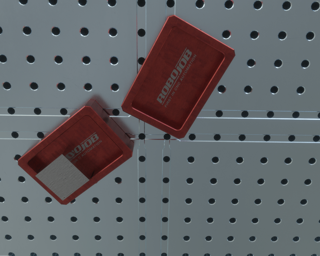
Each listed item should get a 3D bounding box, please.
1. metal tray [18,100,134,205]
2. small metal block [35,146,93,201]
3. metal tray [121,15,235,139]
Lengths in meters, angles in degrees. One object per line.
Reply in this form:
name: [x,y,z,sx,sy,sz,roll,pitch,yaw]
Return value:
metal tray: [-0.112,0.035,0.422,0.130,0.030,0.090,-37,107,12]
small metal block: [-0.129,0.062,0.421,0.050,0.025,0.050,-38,106,12]
metal tray: [0.020,-0.061,0.388,0.090,0.030,0.129,27,108,-10]
